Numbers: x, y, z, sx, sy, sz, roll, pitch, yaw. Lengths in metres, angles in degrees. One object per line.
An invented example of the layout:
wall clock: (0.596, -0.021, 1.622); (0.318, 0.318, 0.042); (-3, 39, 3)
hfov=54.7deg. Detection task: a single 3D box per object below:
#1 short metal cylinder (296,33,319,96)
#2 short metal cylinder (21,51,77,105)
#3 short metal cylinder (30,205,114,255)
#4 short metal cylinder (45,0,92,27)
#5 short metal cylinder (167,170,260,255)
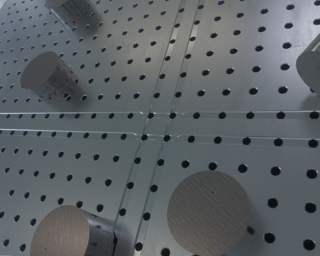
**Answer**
short metal cylinder: (0.190, -0.066, 0.314); (0.050, 0.080, 0.080); (-48, 51, -5)
short metal cylinder: (-0.197, -0.088, 0.550); (0.080, 0.050, 0.080); (-13, 56, 21)
short metal cylinder: (-0.101, 0.136, 0.362); (0.080, 0.050, 0.080); (-13, 56, 21)
short metal cylinder: (-0.192, -0.262, 0.654); (0.080, 0.050, 0.080); (-13, 56, 21)
short metal cylinder: (0.054, 0.089, 0.309); (0.080, 0.050, 0.080); (-13, 56, 21)
